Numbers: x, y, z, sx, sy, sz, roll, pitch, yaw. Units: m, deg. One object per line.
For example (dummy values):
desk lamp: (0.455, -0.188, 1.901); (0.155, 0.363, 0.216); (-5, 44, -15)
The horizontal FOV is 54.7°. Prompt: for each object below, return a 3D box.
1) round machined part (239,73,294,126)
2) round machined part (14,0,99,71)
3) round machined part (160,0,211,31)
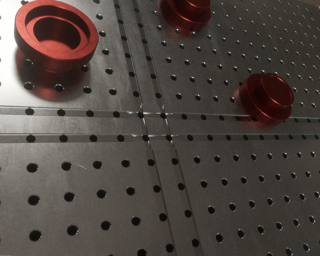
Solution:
round machined part: (0.191, -0.056, 0.537); (0.099, 0.042, 0.098); (14, 56, -21)
round machined part: (-0.132, -0.113, 0.395); (0.099, 0.042, 0.098); (14, 56, -21)
round machined part: (0.053, -0.230, 0.568); (0.099, 0.042, 0.098); (14, 56, -21)
